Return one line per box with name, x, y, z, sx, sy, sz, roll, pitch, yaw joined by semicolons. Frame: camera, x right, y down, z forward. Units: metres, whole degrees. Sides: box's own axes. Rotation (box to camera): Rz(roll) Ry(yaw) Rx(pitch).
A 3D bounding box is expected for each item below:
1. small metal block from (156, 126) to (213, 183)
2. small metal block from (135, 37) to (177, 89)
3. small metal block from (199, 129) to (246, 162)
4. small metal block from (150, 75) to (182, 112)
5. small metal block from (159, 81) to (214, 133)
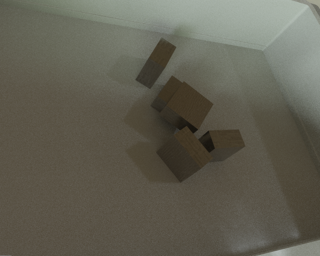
small metal block;0.029;0.034;0.385;0.025;0.050;0.050;-33;81;-38
small metal block;-0.006;-0.092;0.442;0.025;0.050;0.050;32;52;-8
small metal block;0.076;0.025;0.415;0.050;0.050;0.025;-2;63;-29
small metal block;0.022;-0.039;0.441;0.050;0.025;0.050;35;51;-5
small metal block;0.035;-0.025;0.408;0.050;0.025;0.050;37;56;-4
